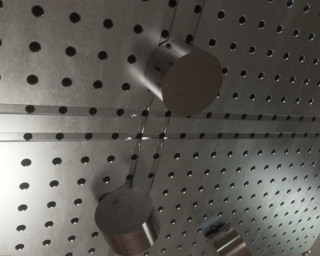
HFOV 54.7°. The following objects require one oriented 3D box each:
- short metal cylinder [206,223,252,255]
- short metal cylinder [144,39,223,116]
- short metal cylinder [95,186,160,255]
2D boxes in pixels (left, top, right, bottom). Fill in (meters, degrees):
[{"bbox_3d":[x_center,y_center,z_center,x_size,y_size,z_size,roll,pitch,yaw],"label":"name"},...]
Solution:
[{"bbox_3d":[0.132,0.232,0.594,0.050,0.080,0.080,-30,129,-9],"label":"short metal cylinder"},{"bbox_3d":[0.028,-0.061,0.374,0.081,0.050,0.079,-14,124,-21],"label":"short metal cylinder"},{"bbox_3d":[-0.044,0.128,0.433,0.081,0.080,0.050,-25,128,-14],"label":"short metal cylinder"}]
